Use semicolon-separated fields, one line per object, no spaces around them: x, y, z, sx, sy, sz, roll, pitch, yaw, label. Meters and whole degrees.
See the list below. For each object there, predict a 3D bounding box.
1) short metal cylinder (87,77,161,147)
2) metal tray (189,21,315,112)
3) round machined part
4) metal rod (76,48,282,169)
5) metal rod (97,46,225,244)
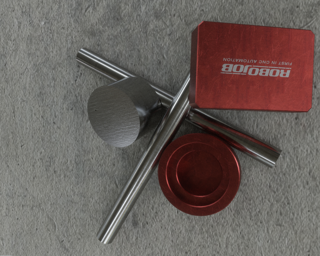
-0.046;-0.022;0.399;0.080;0.050;0.079;13;116;27;short metal cylinder
0.101;-0.064;0.342;0.131;0.030;0.089;2;91;-8;metal tray
0.051;0.055;0.383;0.098;0.042;0.097;0;90;20;round machined part
0.012;-0.034;0.407;0.300;0.025;0.025;30;100;17;metal rod
-0.007;0.030;0.394;0.025;0.025;0.298;35;108;16;metal rod
